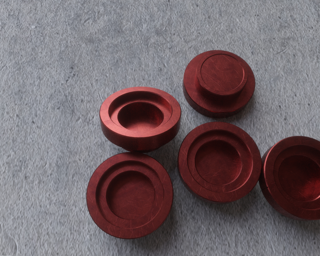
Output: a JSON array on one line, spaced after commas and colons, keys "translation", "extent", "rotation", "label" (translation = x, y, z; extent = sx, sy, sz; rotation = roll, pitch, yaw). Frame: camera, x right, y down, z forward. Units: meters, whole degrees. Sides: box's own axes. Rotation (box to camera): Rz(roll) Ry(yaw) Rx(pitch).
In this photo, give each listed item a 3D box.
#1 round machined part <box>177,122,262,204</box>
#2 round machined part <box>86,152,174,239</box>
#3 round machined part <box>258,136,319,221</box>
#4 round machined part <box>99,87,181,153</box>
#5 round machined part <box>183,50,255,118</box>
[{"translation": [0.071, 0.045, 0.383], "extent": [0.099, 0.042, 0.098], "rotation": [0, 70, 0], "label": "round machined part"}, {"translation": [-0.034, 0.081, 0.369], "extent": [0.099, 0.042, 0.098], "rotation": [0, 70, 0], "label": "round machined part"}, {"translation": [0.167, 0.062, 0.375], "extent": [0.099, 0.042, 0.098], "rotation": [1, 70, -4], "label": "round machined part"}, {"translation": [-0.024, -0.007, 0.388], "extent": [0.099, 0.042, 0.098], "rotation": [1, 42, -1], "label": "round machined part"}, {"translation": [0.082, -0.066, 0.424], "extent": [0.099, 0.042, 0.098], "rotation": [0, 70, 0], "label": "round machined part"}]
